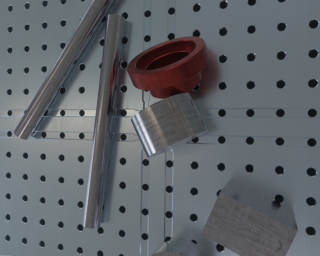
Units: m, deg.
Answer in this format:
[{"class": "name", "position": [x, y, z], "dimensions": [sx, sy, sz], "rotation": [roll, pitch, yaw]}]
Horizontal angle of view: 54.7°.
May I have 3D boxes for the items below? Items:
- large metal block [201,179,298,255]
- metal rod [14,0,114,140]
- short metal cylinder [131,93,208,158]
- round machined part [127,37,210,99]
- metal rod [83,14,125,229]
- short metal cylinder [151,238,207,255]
[{"class": "large metal block", "position": [0.101, 0.104, 0.348], "dimensions": [0.080, 0.080, 0.050], "rotation": [24, 98, 18]}, {"class": "metal rod", "position": [-0.133, -0.108, 0.459], "dimensions": [0.025, 0.025, 0.299], "rotation": [39, 102, 16]}, {"class": "short metal cylinder", "position": [0.011, -0.002, 0.379], "dimensions": [0.080, 0.080, 0.050], "rotation": [-27, 81, 18]}, {"class": "round machined part", "position": [0.013, -0.071, 0.380], "dimensions": [0.098, 0.098, 0.042], "rotation": [-10, 123, 19]}, {"class": "metal rod", "position": [-0.080, -0.008, 0.440], "dimensions": [0.025, 0.025, 0.298], "rotation": [8, 93, 20]}, {"class": "short metal cylinder", "position": [0.021, 0.187, 0.392], "dimensions": [0.080, 0.050, 0.080], "rotation": [0, 90, 20]}]
